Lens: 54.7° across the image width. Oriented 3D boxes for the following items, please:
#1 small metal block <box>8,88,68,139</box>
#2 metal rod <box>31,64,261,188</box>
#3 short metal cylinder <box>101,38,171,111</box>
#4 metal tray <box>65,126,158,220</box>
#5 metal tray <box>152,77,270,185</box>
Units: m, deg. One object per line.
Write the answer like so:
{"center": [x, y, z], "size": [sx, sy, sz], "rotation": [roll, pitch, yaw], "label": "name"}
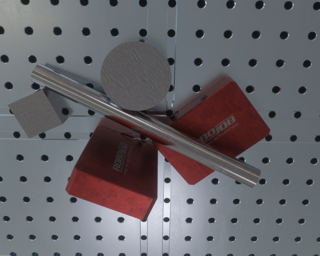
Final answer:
{"center": [-0.158, -0.021, 0.404], "size": [0.050, 0.025, 0.050], "rotation": [-23, 109, 8], "label": "small metal block"}
{"center": [-0.018, -0.003, 0.384], "size": [0.301, 0.025, 0.025], "rotation": [26, 108, 1], "label": "metal rod"}
{"center": [-0.027, -0.066, 0.375], "size": [0.081, 0.050, 0.079], "rotation": [0, 110, 0], "label": "short metal cylinder"}
{"center": [-0.050, 0.047, 0.374], "size": [0.090, 0.130, 0.030], "rotation": [22, 109, -8], "label": "metal tray"}
{"center": [0.066, 0.006, 0.414], "size": [0.130, 0.030, 0.090], "rotation": [-37, 106, 12], "label": "metal tray"}
